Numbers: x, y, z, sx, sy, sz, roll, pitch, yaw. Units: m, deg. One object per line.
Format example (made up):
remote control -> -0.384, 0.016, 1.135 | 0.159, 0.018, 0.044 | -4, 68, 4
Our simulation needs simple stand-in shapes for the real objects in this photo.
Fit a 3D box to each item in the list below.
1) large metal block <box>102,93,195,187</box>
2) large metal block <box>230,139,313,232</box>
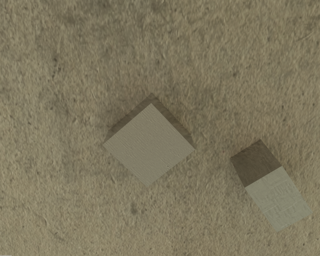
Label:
large metal block -> -0.014, 0.015, 0.402 | 0.080, 0.050, 0.080 | -40, 106, 13
large metal block -> 0.143, 0.073, 0.410 | 0.050, 0.080, 0.080 | -34, 107, 11
